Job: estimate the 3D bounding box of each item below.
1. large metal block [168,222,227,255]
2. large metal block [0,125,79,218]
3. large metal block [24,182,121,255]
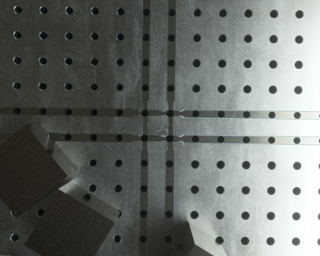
[{"bbox_3d":[0.039,0.176,0.386,0.050,0.080,0.080,32,90,0],"label":"large metal block"},{"bbox_3d":[-0.168,0.052,0.400,0.080,0.050,0.080,-39,90,0],"label":"large metal block"},{"bbox_3d":[-0.109,0.128,0.400,0.080,0.050,0.080,31,90,0],"label":"large metal block"}]
